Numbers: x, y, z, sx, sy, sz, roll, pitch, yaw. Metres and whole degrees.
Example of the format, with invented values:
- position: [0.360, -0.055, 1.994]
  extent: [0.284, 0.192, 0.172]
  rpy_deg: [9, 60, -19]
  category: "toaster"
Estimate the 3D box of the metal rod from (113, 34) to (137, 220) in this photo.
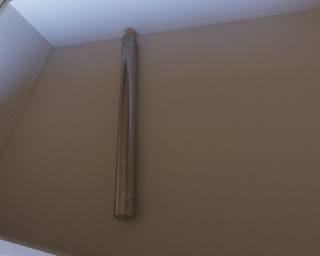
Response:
- position: [-0.047, -0.022, 0.441]
  extent: [0.025, 0.025, 0.299]
  rpy_deg: [-15, 56, 19]
  category: "metal rod"
